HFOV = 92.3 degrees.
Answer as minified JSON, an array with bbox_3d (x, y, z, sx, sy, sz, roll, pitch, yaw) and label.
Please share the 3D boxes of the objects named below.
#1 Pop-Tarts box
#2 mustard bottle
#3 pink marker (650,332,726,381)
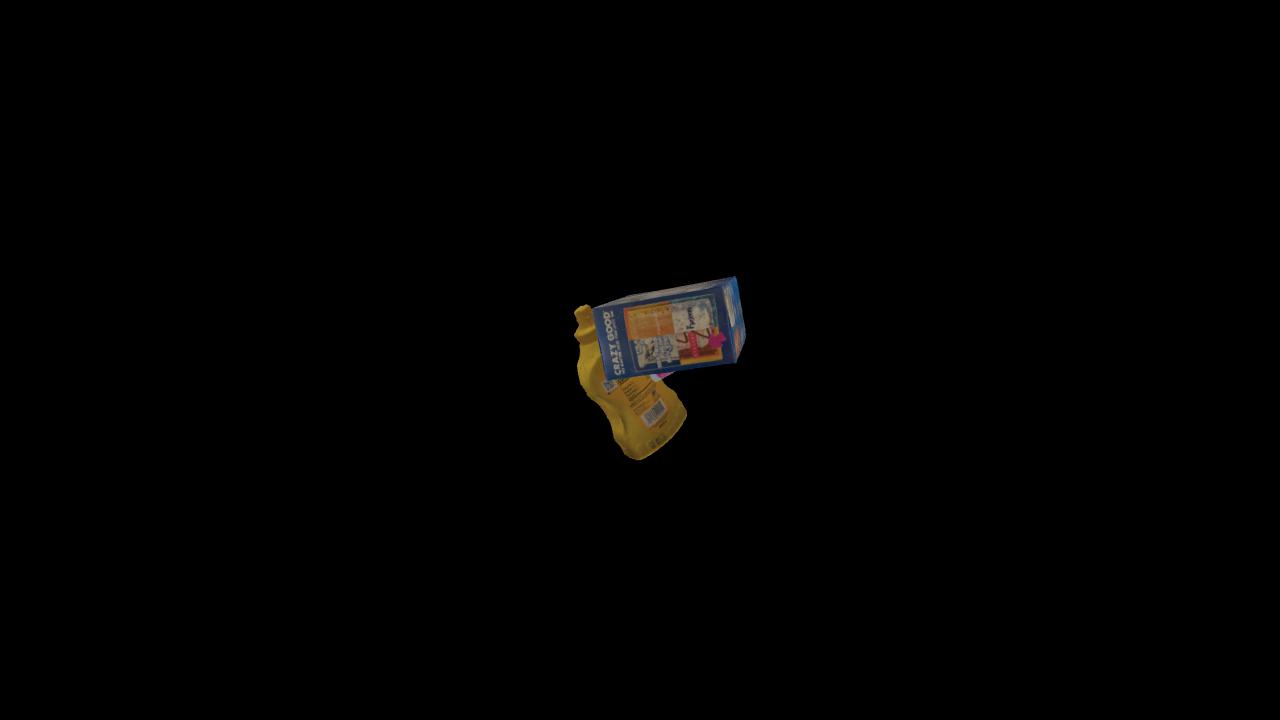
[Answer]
[{"bbox_3d":[0.041,-0.040,0.699,0.141,0.083,0.167,-8,8,14],"label":"Pop-Tarts box"},{"bbox_3d":[-0.021,0.017,0.692,0.092,0.184,0.054,-39,23,-20],"label":"mustard bottle"},{"bbox_3d":[0.049,-0.004,0.652,0.020,0.020,0.121,0,-20,-37],"label":"pink marker"}]
